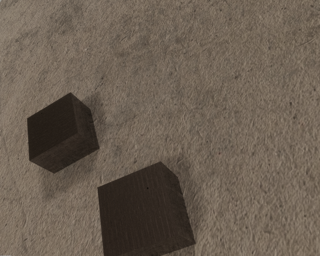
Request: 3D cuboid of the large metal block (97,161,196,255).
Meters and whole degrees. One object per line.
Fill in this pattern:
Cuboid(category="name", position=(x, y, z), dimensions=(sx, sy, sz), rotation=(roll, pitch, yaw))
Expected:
Cuboid(category="large metal block", position=(-0.017, 0.095, 0.337), dimensions=(0.080, 0.050, 0.080), rotation=(-24, 53, 13))

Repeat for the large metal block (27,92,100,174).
Cuboid(category="large metal block", position=(-0.144, 0.008, 0.457), dimensions=(0.080, 0.050, 0.080), rotation=(-29, 52, 9))
